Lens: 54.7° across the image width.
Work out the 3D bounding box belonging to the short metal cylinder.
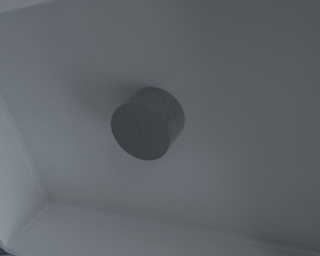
[{"bbox_3d":[-0.015,-0.006,0.395,0.080,0.050,0.079,13,124,20],"label":"short metal cylinder"}]
